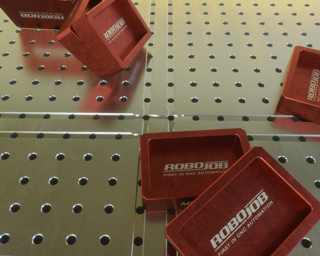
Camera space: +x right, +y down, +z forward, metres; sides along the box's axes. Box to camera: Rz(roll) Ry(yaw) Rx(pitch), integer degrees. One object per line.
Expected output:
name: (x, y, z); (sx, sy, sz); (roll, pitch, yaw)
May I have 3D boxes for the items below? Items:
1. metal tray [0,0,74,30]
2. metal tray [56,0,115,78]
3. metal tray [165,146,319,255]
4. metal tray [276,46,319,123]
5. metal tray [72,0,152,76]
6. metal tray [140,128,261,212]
metal tray: (-0.202, -0.208, 0.536); (0.131, 0.090, 0.030); (4, 76, 3)
metal tray: (-0.103, -0.155, 0.494); (0.030, 0.090, 0.130); (-22, 42, 30)
metal tray: (0.080, 0.091, 0.300); (0.130, 0.030, 0.090); (-39, 73, -16)
metal tray: (0.233, -0.065, 0.460); (0.090, 0.030, 0.130); (19, 52, 15)
metal tray: (-0.067, -0.151, 0.479); (0.030, 0.090, 0.130); (-19, 30, 33)
metal tray: (0.043, 0.046, 0.365); (0.131, 0.030, 0.090); (-3, 50, -3)
